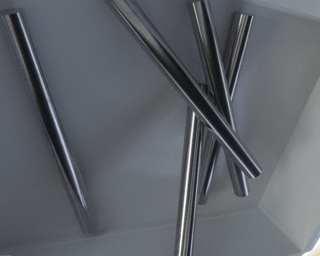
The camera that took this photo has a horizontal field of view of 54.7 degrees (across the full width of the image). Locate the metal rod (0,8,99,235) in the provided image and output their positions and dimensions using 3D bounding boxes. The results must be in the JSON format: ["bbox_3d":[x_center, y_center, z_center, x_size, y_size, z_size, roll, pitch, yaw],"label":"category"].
[{"bbox_3d":[-0.116,0.020,0.357,0.025,0.025,0.298,-20,126,-17],"label":"metal rod"}]

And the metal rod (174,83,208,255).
[{"bbox_3d":[0.037,0.092,0.404,0.025,0.025,0.298,5,90,-31],"label":"metal rod"}]

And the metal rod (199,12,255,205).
[{"bbox_3d":[0.085,-0.010,0.448,0.025,0.025,0.298,-6,121,-25],"label":"metal rod"}]

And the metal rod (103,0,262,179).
[{"bbox_3d":[0.041,-0.037,0.367,0.025,0.025,0.300,-42,117,1],"label":"metal rod"}]

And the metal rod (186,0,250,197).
[{"bbox_3d":[0.085,-0.020,0.412,0.025,0.025,0.299,-27,122,-11],"label":"metal rod"}]
